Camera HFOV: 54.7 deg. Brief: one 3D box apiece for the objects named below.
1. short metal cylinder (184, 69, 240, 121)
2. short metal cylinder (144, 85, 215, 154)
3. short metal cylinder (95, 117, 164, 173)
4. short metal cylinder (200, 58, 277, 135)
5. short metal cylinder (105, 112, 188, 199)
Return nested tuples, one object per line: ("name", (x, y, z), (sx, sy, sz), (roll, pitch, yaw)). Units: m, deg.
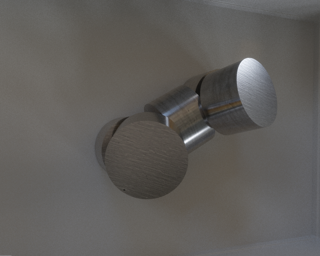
("short metal cylinder", (0.072, -0.037, 0.423), (0.081, 0.050, 0.079), (0, 90, -21))
("short metal cylinder", (0.023, -0.007, 0.389), (0.050, 0.080, 0.080), (-31, 101, -17))
("short metal cylinder", (-0.036, 0.026, 0.383), (0.081, 0.050, 0.079), (0, 90, -21))
("short metal cylinder", (0.093, -0.035, 0.362), (0.081, 0.050, 0.080), (13, 70, -39))
("short metal cylinder", (-0.013, 0.027, 0.323), (0.081, 0.050, 0.079), (0, 102, 0))
